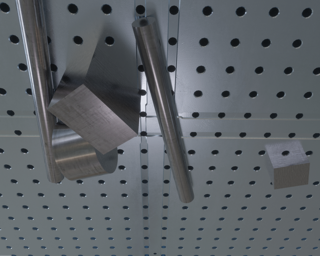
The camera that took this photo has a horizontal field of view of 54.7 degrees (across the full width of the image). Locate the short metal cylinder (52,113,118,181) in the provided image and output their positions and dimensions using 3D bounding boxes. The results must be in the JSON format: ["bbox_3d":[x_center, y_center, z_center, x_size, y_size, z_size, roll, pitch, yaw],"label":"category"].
[{"bbox_3d":[-0.092,0.023,0.394,0.050,0.080,0.080,-13,129,10],"label":"short metal cylinder"}]

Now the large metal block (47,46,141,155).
[{"bbox_3d":[-0.068,-0.031,0.348,0.050,0.080,0.080,-30,124,23],"label":"large metal block"}]

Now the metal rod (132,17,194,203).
[{"bbox_3d":[0.013,0.002,0.413,0.025,0.025,0.298,-9,130,7],"label":"metal rod"}]

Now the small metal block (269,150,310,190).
[{"bbox_3d":[0.195,0.064,0.468,0.050,0.025,0.050,-11,130,9],"label":"small metal block"}]

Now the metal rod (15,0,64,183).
[{"bbox_3d":[-0.142,-0.038,0.377,0.025,0.025,0.298,5,130,-4],"label":"metal rod"}]
